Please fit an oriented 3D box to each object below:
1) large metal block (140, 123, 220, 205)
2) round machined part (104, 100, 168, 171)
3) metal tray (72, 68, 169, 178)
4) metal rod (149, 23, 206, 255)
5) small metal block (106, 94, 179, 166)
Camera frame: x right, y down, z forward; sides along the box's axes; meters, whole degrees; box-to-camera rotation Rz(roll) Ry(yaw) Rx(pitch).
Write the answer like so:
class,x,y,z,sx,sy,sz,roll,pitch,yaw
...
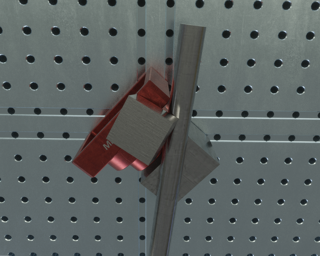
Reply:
class,x,y,z,sx,sy,sz,roll,pitch,yaw
large metal block,0.023,0.039,0.396,0.050,0.080,0.080,41,105,-14
round machined part,-0.022,0.014,0.384,0.042,0.098,0.098,41,105,-14
metal tray,-0.045,-0.010,0.374,0.030,0.090,0.130,42,105,-14
metal rod,0.013,0.041,0.343,0.025,0.025,0.298,6,110,-3
small metal block,-0.017,0.001,0.309,0.050,0.025,0.050,32,106,8
